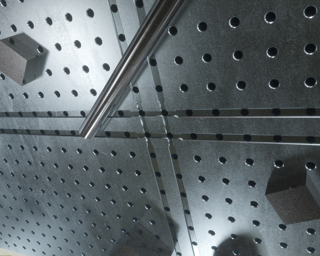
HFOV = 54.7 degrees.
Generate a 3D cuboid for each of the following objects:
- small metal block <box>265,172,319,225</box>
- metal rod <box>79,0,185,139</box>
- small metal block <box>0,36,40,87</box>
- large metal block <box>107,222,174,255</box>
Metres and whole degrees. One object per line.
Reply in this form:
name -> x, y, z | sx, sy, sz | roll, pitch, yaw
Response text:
small metal block -> 0.165, 0.087, 0.378 | 0.050, 0.025, 0.050 | -27, 104, 37
metal rod -> -0.035, -0.081, 0.378 | 0.025, 0.025, 0.298 | 41, 129, 0
small metal block -> -0.211, -0.099, 0.459 | 0.050, 0.025, 0.050 | 36, 129, 3
large metal block -> -0.037, 0.227, 0.553 | 0.080, 0.050, 0.080 | 41, 129, 0
